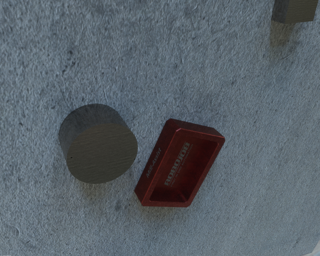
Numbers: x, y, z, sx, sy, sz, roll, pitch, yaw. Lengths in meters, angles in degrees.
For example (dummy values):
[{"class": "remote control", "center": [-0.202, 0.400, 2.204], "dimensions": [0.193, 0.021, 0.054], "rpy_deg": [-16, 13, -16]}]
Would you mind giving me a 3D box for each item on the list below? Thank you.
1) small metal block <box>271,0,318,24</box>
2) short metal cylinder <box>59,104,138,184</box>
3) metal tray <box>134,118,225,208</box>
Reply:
[{"class": "small metal block", "center": [0.177, -0.165, 0.402], "dimensions": [0.050, 0.025, 0.050], "rpy_deg": [-13, 124, -22]}, {"class": "short metal cylinder", "center": [-0.073, 0.018, 0.362], "dimensions": [0.081, 0.050, 0.079], "rpy_deg": [-14, 124, -21]}, {"class": "metal tray", "center": [0.028, 0.056, 0.453], "dimensions": [0.091, 0.030, 0.129], "rpy_deg": [12, 112, -33]}]
